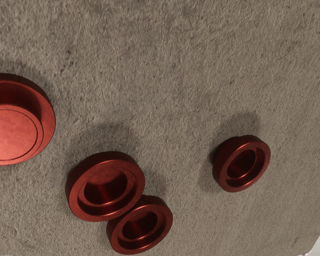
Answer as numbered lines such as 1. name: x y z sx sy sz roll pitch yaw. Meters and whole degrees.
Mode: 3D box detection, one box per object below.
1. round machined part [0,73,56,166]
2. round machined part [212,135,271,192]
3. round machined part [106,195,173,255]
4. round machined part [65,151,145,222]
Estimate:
1. round machined part: -0.155 -0.002 0.310 0.099 0.042 0.097 -14 125 -21
2. round machined part: 0.125 0.053 0.500 0.099 0.042 0.097 -14 125 -21
3. round machined part: -0.034 0.139 0.465 0.099 0.042 0.097 -14 125 -21
4. round machined part: -0.072 0.070 0.401 0.099 0.042 0.097 -14 125 -21
